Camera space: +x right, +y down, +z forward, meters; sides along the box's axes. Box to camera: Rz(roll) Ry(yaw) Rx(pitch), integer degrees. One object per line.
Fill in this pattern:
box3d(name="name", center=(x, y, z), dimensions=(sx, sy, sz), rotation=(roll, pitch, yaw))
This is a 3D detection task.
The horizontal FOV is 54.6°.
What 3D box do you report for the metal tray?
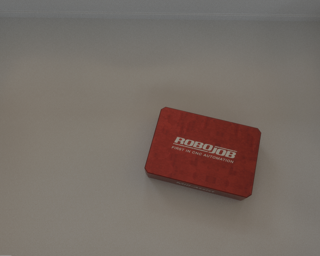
box3d(name="metal tray", center=(0.055, 0.032, 0.396), dimensions=(0.131, 0.030, 0.090), rotation=(14, 70, 5))
